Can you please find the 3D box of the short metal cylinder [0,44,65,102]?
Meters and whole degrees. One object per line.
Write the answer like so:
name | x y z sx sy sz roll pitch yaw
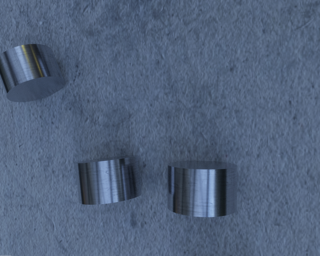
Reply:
short metal cylinder | -0.185 -0.077 0.443 0.080 0.080 0.050 -25 82 18

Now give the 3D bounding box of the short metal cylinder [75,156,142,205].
short metal cylinder | -0.066 0.065 0.402 0.080 0.080 0.050 -7 88 19

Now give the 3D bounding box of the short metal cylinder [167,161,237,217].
short metal cylinder | 0.049 0.068 0.362 0.080 0.080 0.050 0 90 19
